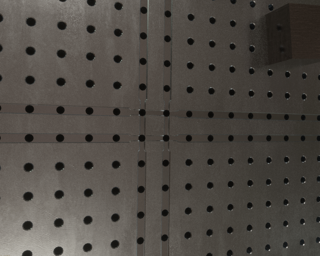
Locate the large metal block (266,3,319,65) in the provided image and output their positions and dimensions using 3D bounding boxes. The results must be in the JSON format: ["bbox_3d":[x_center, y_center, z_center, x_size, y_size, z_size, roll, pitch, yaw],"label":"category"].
[{"bbox_3d":[0.216,-0.143,0.481,0.081,0.050,0.079,-5,92,-20],"label":"large metal block"}]
